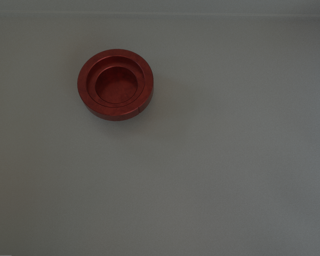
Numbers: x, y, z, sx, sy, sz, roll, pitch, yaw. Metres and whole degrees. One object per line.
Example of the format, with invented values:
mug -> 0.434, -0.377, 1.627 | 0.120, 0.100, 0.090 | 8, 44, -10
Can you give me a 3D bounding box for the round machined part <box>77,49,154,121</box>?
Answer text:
round machined part -> -0.057, -0.054, 0.420 | 0.099, 0.042, 0.098 | 0, 70, 0
